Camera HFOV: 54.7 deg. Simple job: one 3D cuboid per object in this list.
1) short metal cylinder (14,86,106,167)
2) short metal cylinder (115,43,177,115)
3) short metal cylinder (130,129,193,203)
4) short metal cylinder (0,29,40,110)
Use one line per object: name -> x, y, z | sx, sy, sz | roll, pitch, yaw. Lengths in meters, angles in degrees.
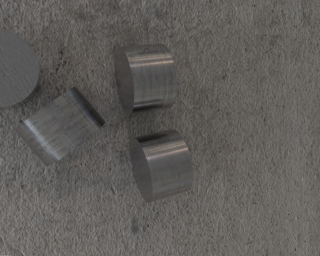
short metal cylinder -> -0.108, -0.003, 0.340 | 0.080, 0.080, 0.050 | -39, 103, -16
short metal cylinder -> -0.020, -0.059, 0.372 | 0.050, 0.080, 0.080 | -11, 94, -20
short metal cylinder -> 0.000, 0.045, 0.380 | 0.050, 0.080, 0.080 | -13, 95, -20
short metal cylinder -> -0.172, -0.060, 0.332 | 0.081, 0.050, 0.080 | 0, 90, -20
